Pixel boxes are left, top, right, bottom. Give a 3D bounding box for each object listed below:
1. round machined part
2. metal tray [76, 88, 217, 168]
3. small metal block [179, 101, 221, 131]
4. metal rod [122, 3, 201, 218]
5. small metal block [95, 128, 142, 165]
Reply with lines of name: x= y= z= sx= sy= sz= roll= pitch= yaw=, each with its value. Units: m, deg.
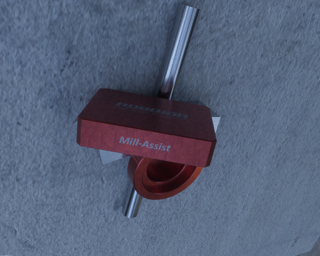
round machined part: x=0.005 y=0.040 z=0.390 sx=0.099 sy=0.042 sz=0.097 roll=-16 pitch=129 yaw=-21
metal tray: x=-0.011 y=-0.004 z=0.329 sx=0.131 sy=0.090 sz=0.030 roll=10 pitch=115 yaw=-1
small metal block: x=0.042 y=-0.014 z=0.408 sx=0.050 sy=0.050 sz=0.025 roll=-2 pitch=119 yaw=-28
metal rod: x=-0.006 y=-0.005 z=0.404 sx=0.025 sy=0.025 sz=0.298 roll=2 pitch=117 yaw=-30
small metal block: x=-0.054 y=0.012 z=0.371 sx=0.050 sy=0.050 sz=0.025 roll=-18 pitch=126 yaw=-19
